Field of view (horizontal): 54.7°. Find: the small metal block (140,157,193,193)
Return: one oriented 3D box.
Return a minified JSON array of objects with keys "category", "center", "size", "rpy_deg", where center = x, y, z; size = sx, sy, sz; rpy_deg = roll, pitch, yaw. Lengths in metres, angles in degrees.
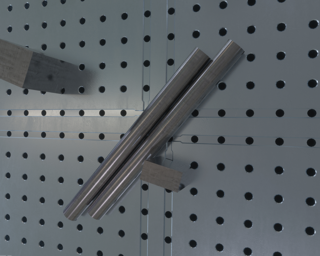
[{"category":"small metal block","center":[0.009,0.058,0.396],"size":[0.050,0.050,0.025],"rpy_deg":[16,96,19]}]

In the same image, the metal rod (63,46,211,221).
[{"category":"metal rod","center":[-0.039,0.016,0.426],"size":[0.025,0.025,0.299],"rpy_deg":[43,103,14]}]

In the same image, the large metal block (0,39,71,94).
[{"category":"large metal block","center":[-0.193,-0.090,0.451],"size":[0.080,0.080,0.050],"rpy_deg":[22,98,18]}]

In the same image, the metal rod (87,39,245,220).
[{"category":"metal rod","center":[0.000,0.011,0.412],"size":[0.025,0.025,0.299],"rpy_deg":[43,103,14]}]
